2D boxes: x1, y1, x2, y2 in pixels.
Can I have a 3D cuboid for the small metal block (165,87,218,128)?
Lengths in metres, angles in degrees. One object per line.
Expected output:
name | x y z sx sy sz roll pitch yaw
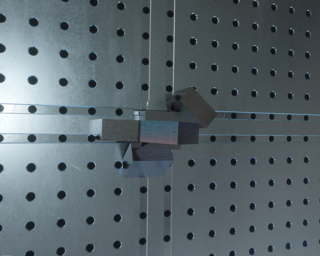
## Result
small metal block | 0.041 -0.026 0.414 0.050 0.050 0.025 45 76 -15

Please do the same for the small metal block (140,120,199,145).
small metal block | 0.012 0.005 0.366 0.050 0.050 0.025 3 89 -57

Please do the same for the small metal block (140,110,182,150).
small metal block | 0.000 0.003 0.412 0.050 0.025 0.050 2 89 -21

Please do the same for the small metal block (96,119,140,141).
small metal block | -0.050 0.003 0.380 0.050 0.050 0.025 2 90 -19

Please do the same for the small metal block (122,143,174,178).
small metal block | -0.017 0.041 0.390 0.050 0.050 0.025 1 58 -20
